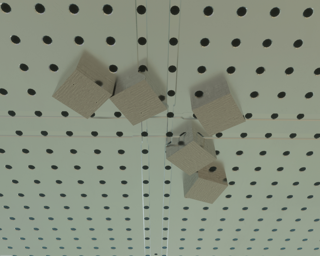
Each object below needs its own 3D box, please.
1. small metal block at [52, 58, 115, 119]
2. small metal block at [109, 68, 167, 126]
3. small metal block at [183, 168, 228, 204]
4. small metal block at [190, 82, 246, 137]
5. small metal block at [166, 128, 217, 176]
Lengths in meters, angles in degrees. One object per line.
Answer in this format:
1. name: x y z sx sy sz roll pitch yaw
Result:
1. small metal block: -0.091 -0.046 0.372 0.050 0.025 0.050 36 122 -26
2. small metal block: -0.026 -0.037 0.380 0.050 0.025 0.050 -25 126 19
3. small metal block: 0.071 0.090 0.489 0.050 0.025 0.050 17 128 -15
4. small metal block: 0.073 -0.023 0.393 0.050 0.025 0.050 -25 126 19
5. small metal block: 0.044 0.035 0.442 0.050 0.025 0.050 -37 121 27
